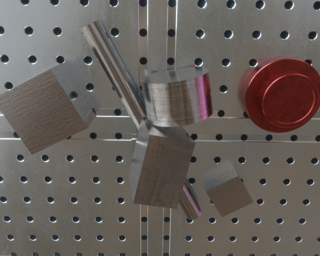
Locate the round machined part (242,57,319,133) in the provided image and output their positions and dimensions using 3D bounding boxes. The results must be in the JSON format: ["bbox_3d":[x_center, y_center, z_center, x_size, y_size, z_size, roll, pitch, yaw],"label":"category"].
[{"bbox_3d":[0.157,-0.039,0.391,0.099,0.042,0.097,0,110,0],"label":"round machined part"}]

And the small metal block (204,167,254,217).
[{"bbox_3d":[0.099,0.093,0.449,0.050,0.025,0.050,-29,108,10],"label":"small metal block"}]

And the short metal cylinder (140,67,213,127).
[{"bbox_3d":[0.021,-0.039,0.370,0.080,0.080,0.050,-8,110,3],"label":"short metal cylinder"}]

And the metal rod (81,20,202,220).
[{"bbox_3d":[-0.016,0.003,0.414,0.025,0.025,0.299,-25,108,9],"label":"metal rod"}]

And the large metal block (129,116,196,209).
[{"bbox_3d":[-0.002,0.038,0.370,0.050,0.080,0.079,11,104,-12],"label":"large metal block"}]

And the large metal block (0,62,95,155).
[{"bbox_3d":[-0.141,-0.025,0.389,0.080,0.050,0.080,-25,108,9],"label":"large metal block"}]
